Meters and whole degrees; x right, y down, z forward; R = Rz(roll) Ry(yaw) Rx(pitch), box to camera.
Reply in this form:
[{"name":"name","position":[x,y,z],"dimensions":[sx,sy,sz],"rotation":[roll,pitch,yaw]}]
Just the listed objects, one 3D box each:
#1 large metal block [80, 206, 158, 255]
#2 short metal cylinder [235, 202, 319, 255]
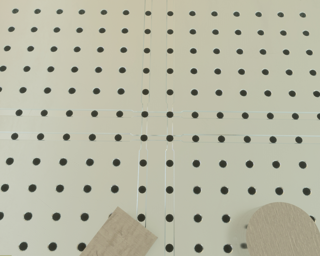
[{"name":"large metal block","position":[-0.046,0.136,0.332],"dimensions":[0.050,0.080,0.080],"rotation":[35,74,12]},{"name":"short metal cylinder","position":[0.132,0.128,0.353],"dimensions":[0.081,0.050,0.080],"rotation":[0,70,0]}]
